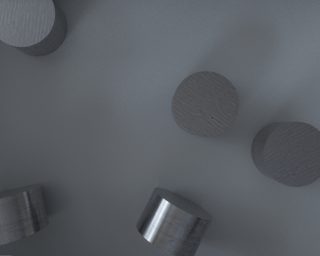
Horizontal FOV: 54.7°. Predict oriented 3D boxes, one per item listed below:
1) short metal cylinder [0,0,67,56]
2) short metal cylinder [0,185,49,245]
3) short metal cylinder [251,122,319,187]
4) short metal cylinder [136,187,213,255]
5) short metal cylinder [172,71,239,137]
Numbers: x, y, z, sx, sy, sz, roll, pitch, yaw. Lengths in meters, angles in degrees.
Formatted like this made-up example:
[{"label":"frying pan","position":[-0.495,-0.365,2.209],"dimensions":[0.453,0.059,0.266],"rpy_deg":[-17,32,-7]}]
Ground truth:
[{"label":"short metal cylinder","position":[-0.166,-0.137,0.397],"dimensions":[0.081,0.050,0.079],"rpy_deg":[0,90,-1]},{"label":"short metal cylinder","position":[-0.184,0.105,0.382],"dimensions":[0.080,0.080,0.050],"rpy_deg":[-13,90,0]},{"label":"short metal cylinder","position":[0.166,0.032,0.401],"dimensions":[0.081,0.050,0.079],"rpy_deg":[0,90,-1]},{"label":"short metal cylinder","position":[0.018,0.115,0.384],"dimensions":[0.080,0.080,0.050],"rpy_deg":[26,90,-1]},{"label":"short metal cylinder","position":[0.056,-0.029,0.400],"dimensions":[0.081,0.050,0.079],"rpy_deg":[0,90,-1]}]
